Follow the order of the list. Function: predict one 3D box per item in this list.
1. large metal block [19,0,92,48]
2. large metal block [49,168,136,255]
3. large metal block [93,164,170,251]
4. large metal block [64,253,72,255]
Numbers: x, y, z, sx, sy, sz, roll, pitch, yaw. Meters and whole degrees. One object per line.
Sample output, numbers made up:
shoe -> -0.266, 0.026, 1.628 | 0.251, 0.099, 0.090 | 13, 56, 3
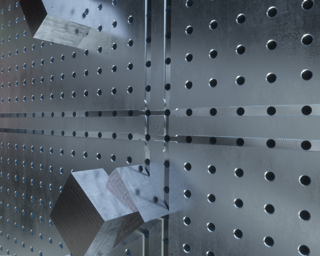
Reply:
large metal block -> -0.173, -0.188, 0.513 | 0.050, 0.081, 0.080 | -40, 66, 32
large metal block -> -0.089, 0.111, 0.399 | 0.080, 0.050, 0.080 | 45, 117, 30
large metal block -> -0.046, 0.108, 0.429 | 0.080, 0.050, 0.080 | -46, 63, 30
large metal block -> -0.162, 0.277, 0.524 | 0.080, 0.050, 0.079 | 39, 114, 32
